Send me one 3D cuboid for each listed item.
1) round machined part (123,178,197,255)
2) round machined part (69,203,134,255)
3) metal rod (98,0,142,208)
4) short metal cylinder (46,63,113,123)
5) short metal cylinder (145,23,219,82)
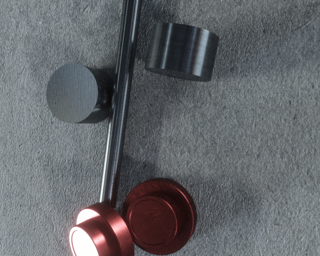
[{"bbox_3d":[-0.005,0.116,0.401,0.098,0.042,0.097,0,90,19],"label":"round machined part"},{"bbox_3d":[-0.082,0.152,0.407,0.098,0.042,0.097,14,112,40],"label":"round machined part"},{"bbox_3d":[-0.055,-0.038,0.427,0.025,0.025,0.298,8,93,19],"label":"metal rod"},{"bbox_3d":[-0.109,-0.046,0.433,0.080,0.050,0.079,0,90,19],"label":"short metal cylinder"},{"bbox_3d":[0.026,-0.088,0.370,0.080,0.080,0.050,12,94,19],"label":"short metal cylinder"}]
